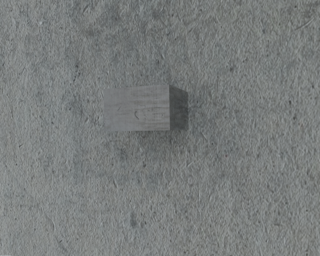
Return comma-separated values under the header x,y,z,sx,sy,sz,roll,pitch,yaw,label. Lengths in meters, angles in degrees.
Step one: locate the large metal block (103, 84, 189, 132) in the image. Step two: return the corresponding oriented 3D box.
x,y,z,sx,sy,sz,roll,pitch,yaw,label
-0.014,-0.022,0.385,0.080,0.080,0.050,-1,90,19,large metal block
